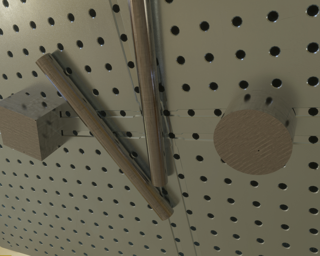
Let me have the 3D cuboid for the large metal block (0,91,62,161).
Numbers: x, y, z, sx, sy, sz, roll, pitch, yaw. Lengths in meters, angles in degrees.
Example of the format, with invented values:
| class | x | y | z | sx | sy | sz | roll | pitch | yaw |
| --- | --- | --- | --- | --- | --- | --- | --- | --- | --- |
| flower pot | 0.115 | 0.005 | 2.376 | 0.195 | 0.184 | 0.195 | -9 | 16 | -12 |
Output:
| class | x | y | z | sx | sy | sz | roll | pitch | yaw |
| --- | --- | --- | --- | --- | --- | --- | --- | --- | --- |
| large metal block | -0.211 | -0.004 | 0.504 | 0.080 | 0.050 | 0.079 | 19 | 126 | 16 |

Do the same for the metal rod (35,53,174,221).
| class | x | y | z | sx | sy | sz | roll | pitch | yaw |
| --- | --- | --- | --- | --- | --- | --- | --- | --- | --- |
| metal rod | -0.076 | 0.019 | 0.463 | 0.025 | 0.025 | 0.299 | -29 | 103 | 37 |

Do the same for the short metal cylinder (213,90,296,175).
| class | x | y | z | sx | sy | sz | roll | pitch | yaw |
| --- | --- | --- | --- | --- | --- | --- | --- | --- | --- |
| short metal cylinder | 0.105 | 0.005 | 0.342 | 0.080 | 0.050 | 0.079 | 13 | 124 | 21 |

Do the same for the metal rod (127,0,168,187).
| class | x | y | z | sx | sy | sz | roll | pitch | yaw |
| --- | --- | --- | --- | --- | --- | --- | --- | --- | --- |
| metal rod | -0.014 | -0.050 | 0.387 | 0.025 | 0.025 | 0.298 | 8 | 122 | 24 |
